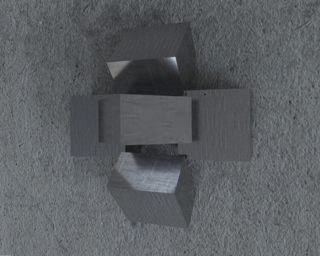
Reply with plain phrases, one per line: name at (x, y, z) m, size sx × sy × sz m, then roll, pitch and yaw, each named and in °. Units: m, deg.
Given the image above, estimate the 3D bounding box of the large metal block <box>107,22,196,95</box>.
large metal block at (-0.006, -0.083, 0.376) m, size 0.080 × 0.080 × 0.050 m, roll 0°, pitch 134°, yaw 20°

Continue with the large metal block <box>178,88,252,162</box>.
large metal block at (0.067, -0.003, 0.370) m, size 0.080 × 0.050 × 0.079 m, roll 0°, pitch 90°, yaw 19°

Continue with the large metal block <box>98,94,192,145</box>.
large metal block at (-0.020, -0.008, 0.352) m, size 0.080 × 0.081 × 0.050 m, roll 0°, pitch 90°, yaw 64°

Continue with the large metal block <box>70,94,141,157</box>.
large metal block at (-0.073, -0.003, 0.421) m, size 0.080 × 0.050 × 0.079 m, roll 0°, pitch 90°, yaw 19°

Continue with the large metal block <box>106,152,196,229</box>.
large metal block at (-0.006, 0.076, 0.376) m, size 0.080 × 0.080 × 0.050 m, roll 1°, pitch 47°, yaw 20°
